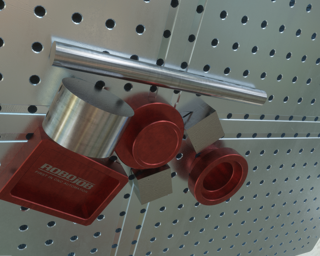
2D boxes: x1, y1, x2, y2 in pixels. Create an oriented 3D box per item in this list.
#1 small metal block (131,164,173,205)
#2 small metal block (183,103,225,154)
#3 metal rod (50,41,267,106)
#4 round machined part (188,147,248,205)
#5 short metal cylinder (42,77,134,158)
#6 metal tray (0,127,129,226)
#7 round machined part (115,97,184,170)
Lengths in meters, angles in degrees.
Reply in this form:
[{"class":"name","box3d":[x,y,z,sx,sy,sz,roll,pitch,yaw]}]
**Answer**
[{"class":"small metal block","box3d":[-0.011,0.078,0.454,0.050,0.025,0.050,-18,126,-18]},{"class":"small metal block","box3d":[0.060,0.001,0.445,0.050,0.025,0.050,-33,129,-7]},{"class":"metal rod","box3d":[0.022,-0.060,0.385,0.302,0.025,0.025,6,115,-31]},{"class":"round machined part","box3d":[0.087,0.071,0.492,0.099,0.042,0.097,-14,124,-21]},{"class":"short metal cylinder","box3d":[-0.075,-0.012,0.327,0.080,0.080,0.050,19,108,-36]},{"class":"metal tray","box3d":[-0.115,0.065,0.384,0.090,0.030,0.130,-49,129,7]},{"class":"round machined part","box3d":[-0.011,0.013,0.401,0.099,0.042,0.097,-13,121,-22]}]
